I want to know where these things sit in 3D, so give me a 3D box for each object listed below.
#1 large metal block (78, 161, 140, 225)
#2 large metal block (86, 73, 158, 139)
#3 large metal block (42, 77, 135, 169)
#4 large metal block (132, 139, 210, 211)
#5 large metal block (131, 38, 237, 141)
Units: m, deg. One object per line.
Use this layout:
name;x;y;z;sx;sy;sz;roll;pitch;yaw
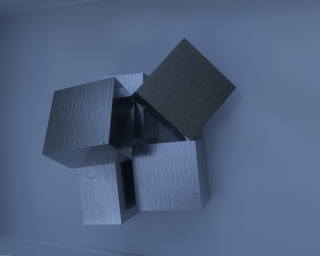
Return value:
large metal block;-0.058;0.073;0.399;0.050;0.080;0.080;-7;88;19
large metal block;-0.050;-0.027;0.412;0.080;0.050;0.079;-1;90;19
large metal block;-0.078;-0.004;0.353;0.080;0.050;0.080;-10;61;19
large metal block;0.014;0.057;0.388;0.080;0.050;0.080;-6;88;19
large metal block;0.025;-0.042;0.359;0.080;0.050;0.080;42;82;-9
